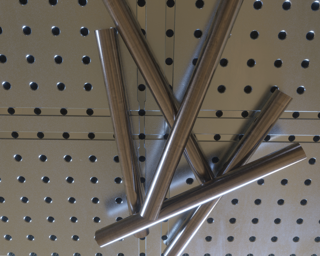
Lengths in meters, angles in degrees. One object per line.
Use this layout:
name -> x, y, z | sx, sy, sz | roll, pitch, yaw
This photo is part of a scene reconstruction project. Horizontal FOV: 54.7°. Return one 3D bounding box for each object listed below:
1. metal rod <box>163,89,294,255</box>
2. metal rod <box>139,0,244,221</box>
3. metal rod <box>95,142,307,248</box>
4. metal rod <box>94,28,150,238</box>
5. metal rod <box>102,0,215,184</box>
metal rod -> 0.088, 0.078, 0.443 | 0.025, 0.025, 0.298 | 27, 108, -10
metal rod -> 0.036, -0.023, 0.382 | 0.025, 0.025, 0.298 | 19, 100, -7
metal rod -> 0.048, 0.094, 0.420 | 0.301, 0.025, 0.025 | -26, 108, 8
metal rod -> -0.047, 0.021, 0.420 | 0.025, 0.025, 0.298 | -7, 110, 2
metal rod -> -0.001, -0.052, 0.394 | 0.025, 0.025, 0.299 | -26, 109, 9
